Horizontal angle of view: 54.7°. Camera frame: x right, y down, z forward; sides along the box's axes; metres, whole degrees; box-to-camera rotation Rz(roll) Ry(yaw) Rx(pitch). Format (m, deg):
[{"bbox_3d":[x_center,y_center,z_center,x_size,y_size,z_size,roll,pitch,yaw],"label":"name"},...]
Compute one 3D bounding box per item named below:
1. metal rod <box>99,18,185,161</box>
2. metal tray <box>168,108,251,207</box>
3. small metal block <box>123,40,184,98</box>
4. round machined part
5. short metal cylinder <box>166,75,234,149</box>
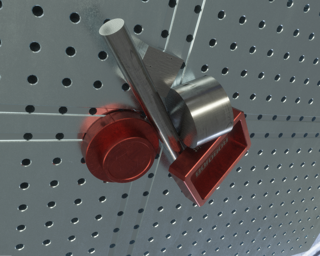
[{"bbox_3d":[0.004,-0.002,0.392,0.025,0.025,0.299,-35,137,-6],"label":"metal rod"},{"bbox_3d":[0.078,0.041,0.450,0.130,0.030,0.090,-47,139,-16],"label":"metal tray"},{"bbox_3d":[-0.008,-0.069,0.366,0.050,0.025,0.050,14,111,-34],"label":"small metal block"},{"bbox_3d":[-0.045,0.031,0.395,0.099,0.042,0.097,-14,125,-21],"label":"round machined part"},{"bbox_3d":[0.048,-0.021,0.391,0.050,0.080,0.080,-23,127,-15],"label":"short metal cylinder"}]
